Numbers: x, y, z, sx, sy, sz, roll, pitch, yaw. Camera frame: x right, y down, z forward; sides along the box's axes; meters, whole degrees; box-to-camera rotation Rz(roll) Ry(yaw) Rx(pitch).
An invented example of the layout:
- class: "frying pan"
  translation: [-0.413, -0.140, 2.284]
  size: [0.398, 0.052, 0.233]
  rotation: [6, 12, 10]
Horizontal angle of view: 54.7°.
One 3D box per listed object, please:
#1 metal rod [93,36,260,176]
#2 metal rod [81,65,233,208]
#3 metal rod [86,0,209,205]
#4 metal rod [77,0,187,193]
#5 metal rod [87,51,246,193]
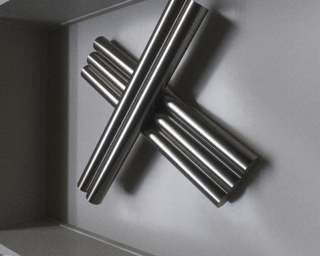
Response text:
- class: "metal rod"
  translation: [0.002, -0.045, 0.404]
  size: [0.300, 0.025, 0.025]
  rotation: [42, 116, 31]
- class: "metal rod"
  translation: [-0.022, -0.006, 0.423]
  size: [0.300, 0.025, 0.025]
  rotation: [42, 116, 32]
- class: "metal rod"
  translation: [-0.027, -0.016, 0.395]
  size: [0.025, 0.025, 0.298]
  rotation: [45, 117, 31]
- class: "metal rod"
  translation: [-0.043, -0.031, 0.408]
  size: [0.025, 0.025, 0.298]
  rotation: [45, 117, 31]
- class: "metal rod"
  translation: [-0.010, -0.025, 0.413]
  size: [0.300, 0.025, 0.025]
  rotation: [42, 116, 32]
